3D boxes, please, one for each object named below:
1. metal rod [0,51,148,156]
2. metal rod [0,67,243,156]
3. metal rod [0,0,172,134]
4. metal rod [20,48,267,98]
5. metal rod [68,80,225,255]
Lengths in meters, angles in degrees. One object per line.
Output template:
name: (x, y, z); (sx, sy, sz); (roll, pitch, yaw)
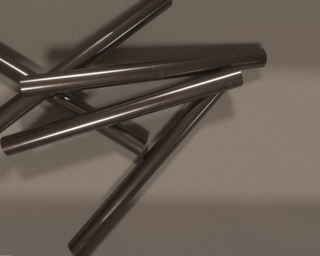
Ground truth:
metal rod: (-0.151, -0.051, 0.409); (0.301, 0.025, 0.025); (31, 90, -1)
metal rod: (-0.046, -0.021, 0.384); (0.302, 0.025, 0.025); (-17, 90, -1)
metal rod: (-0.108, -0.079, 0.390); (0.301, 0.025, 0.025); (-39, 90, -8)
metal rod: (-0.010, -0.070, 0.384); (0.302, 0.025, 0.025); (-9, 90, -11)
metal rod: (-0.013, 0.048, 0.411); (0.025, 0.025, 0.300); (41, 90, -1)
